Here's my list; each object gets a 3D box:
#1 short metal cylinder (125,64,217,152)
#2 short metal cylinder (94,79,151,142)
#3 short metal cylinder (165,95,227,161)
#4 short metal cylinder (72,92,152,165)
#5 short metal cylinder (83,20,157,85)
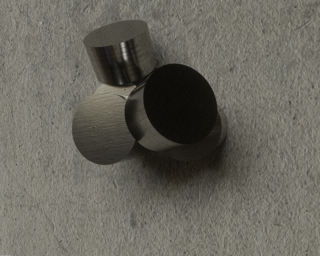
[{"bbox_3d":[0.010,-0.019,0.316,0.050,0.081,0.080,-26,79,61],"label":"short metal cylinder"},{"bbox_3d":[-0.046,-0.022,0.412,0.080,0.050,0.079,0,90,19],"label":"short metal cylinder"},{"bbox_3d":[0.039,-0.001,0.382,0.080,0.050,0.079,0,90,19],"label":"short metal cylinder"},{"bbox_3d":[-0.053,0.000,0.361,0.080,0.050,0.079,0,90,19],"label":"short metal cylinder"},{"bbox_3d":[-0.049,-0.097,0.390,0.080,0.080,0.050,0,129,19],"label":"short metal cylinder"}]
